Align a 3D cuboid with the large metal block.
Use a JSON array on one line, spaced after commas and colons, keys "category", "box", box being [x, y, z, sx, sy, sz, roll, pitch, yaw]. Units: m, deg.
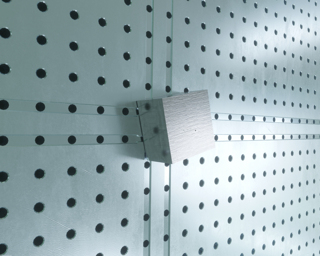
[{"category": "large metal block", "box": [0.023, -0.004, 0.410, 0.081, 0.050, 0.080, -16, 100, -39]}]
